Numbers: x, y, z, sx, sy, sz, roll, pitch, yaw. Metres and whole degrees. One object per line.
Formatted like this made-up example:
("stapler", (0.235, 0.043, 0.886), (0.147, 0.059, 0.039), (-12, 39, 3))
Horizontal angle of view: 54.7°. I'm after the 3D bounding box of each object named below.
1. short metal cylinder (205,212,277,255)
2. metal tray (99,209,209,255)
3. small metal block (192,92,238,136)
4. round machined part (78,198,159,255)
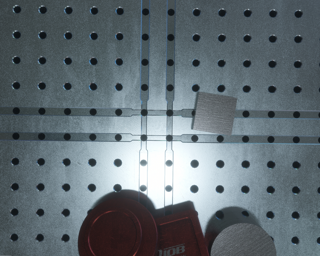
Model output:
("short metal cylinder", (0.102, 0.155, 0.402), (0.081, 0.050, 0.079), (0, 90, -1))
("metal tray", (-0.005, 0.164, 0.391), (0.131, 0.030, 0.090), (-15, 63, 0))
("small metal block", (0.072, -0.018, 0.414), (0.050, 0.025, 0.050), (9, 90, 0))
("round machined part", (-0.052, 0.132, 0.373), (0.099, 0.042, 0.098), (-3, 64, 7))
